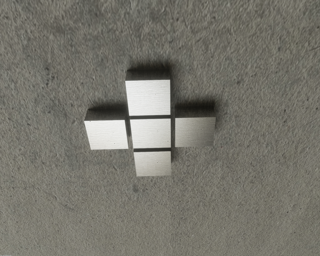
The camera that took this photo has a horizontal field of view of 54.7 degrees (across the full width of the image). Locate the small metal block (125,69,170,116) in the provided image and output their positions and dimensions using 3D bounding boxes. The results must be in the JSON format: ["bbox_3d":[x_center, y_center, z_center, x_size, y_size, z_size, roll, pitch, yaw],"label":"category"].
[{"bbox_3d":[-0.013,-0.043,0.372,0.050,0.025,0.050,-1,130,0],"label":"small metal block"}]

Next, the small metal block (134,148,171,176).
[{"bbox_3d":[-0.010,0.043,0.446,0.050,0.025,0.050,-2,130,1],"label":"small metal block"}]

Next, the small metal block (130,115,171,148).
[{"bbox_3d":[-0.011,0.000,0.409,0.050,0.025,0.050,-1,130,0],"label":"small metal block"}]

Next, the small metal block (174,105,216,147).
[{"bbox_3d":[0.045,-0.002,0.408,0.050,0.025,0.050,-1,130,0],"label":"small metal block"}]

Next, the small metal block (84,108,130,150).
[{"bbox_3d":[-0.068,0.002,0.409,0.050,0.025,0.050,-1,130,0],"label":"small metal block"}]
